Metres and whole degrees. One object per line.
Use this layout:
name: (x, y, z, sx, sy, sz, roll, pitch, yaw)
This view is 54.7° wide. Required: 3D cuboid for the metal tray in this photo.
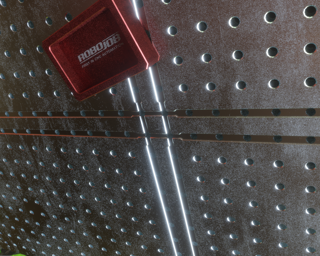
metal tray: (-0.077, -0.096, 0.387, 0.130, 0.030, 0.090, -19, 109, 35)
